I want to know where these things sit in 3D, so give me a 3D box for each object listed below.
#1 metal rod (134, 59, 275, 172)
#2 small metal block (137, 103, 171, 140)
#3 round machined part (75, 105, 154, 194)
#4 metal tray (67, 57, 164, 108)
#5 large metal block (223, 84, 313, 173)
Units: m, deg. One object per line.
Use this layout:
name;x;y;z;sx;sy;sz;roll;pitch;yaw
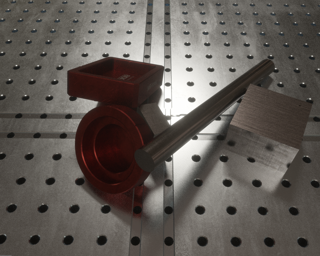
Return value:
metal rod;0.078;-0.033;0.393;0.025;0.025;0.302;32;44;24
small metal block;-0.010;0.005;0.385;0.025;0.050;0.050;-11;50;-25
round machined part;-0.046;0.022;0.354;0.098;0.097;0.042;33;22;24
metal tray;-0.054;-0.067;0.420;0.090;0.030;0.130;12;23;11
large metal block;0.136;-0.002;0.395;0.080;0.050;0.080;22;53;17
